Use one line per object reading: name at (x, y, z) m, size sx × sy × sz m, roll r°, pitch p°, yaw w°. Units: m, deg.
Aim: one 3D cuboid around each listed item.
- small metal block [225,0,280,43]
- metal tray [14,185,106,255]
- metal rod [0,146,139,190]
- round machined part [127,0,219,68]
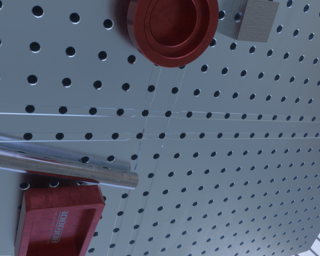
small metal block at (0.116, -0.138, 0.392) m, size 0.050 × 0.025 × 0.050 m, roll -4°, pitch 120°, yaw -27°
metal tray at (-0.132, 0.130, 0.400) m, size 0.091 × 0.030 × 0.129 m, roll 3°, pitch 128°, yaw -30°
metal rod at (-0.155, 0.038, 0.350) m, size 0.302 × 0.025 × 0.025 m, roll 17°, pitch 109°, yaw -36°
round machined part at (0.011, -0.118, 0.334) m, size 0.099 × 0.042 × 0.097 m, roll -14°, pitch 125°, yaw -21°
